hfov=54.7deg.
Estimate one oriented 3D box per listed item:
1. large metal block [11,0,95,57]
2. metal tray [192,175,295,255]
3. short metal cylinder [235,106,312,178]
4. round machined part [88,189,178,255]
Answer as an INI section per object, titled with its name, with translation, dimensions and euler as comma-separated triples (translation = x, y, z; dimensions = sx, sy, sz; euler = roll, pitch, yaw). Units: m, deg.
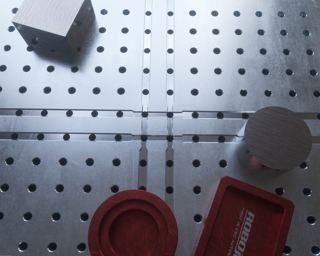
[large metal block]
translation = -0.153, -0.162, 0.456
dimensions = 0.080, 0.050, 0.080
euler = 17, 71, 6
[metal tray]
translation = 0.093, 0.132, 0.361
dimensions = 0.090, 0.030, 0.130
euler = 21, 71, 7
[short metal cylinder]
translation = 0.141, 0.019, 0.392
dimensions = 0.081, 0.050, 0.080
euler = 0, 70, 0
[round machined part]
translation = -0.029, 0.123, 0.357
dimensions = 0.099, 0.042, 0.098
euler = 0, 70, 0
